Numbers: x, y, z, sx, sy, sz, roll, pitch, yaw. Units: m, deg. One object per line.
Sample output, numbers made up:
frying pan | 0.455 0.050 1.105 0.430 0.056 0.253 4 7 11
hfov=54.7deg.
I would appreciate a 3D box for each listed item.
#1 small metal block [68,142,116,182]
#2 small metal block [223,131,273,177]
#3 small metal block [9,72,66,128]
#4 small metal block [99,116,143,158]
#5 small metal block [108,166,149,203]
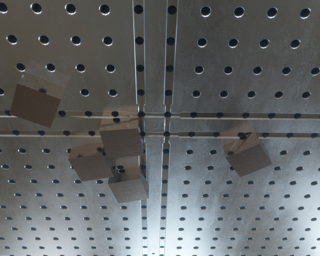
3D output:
small metal block | -0.098 0.049 0.452 0.050 0.025 0.050 -10 130 8
small metal block | 0.126 0.039 0.447 0.050 0.025 0.050 -27 126 20
small metal block | -0.151 -0.033 0.381 0.050 0.025 0.050 21 127 -18
small metal block | -0.051 0.013 0.422 0.050 0.025 0.050 -5 130 3
small metal block | -0.048 0.090 0.488 0.050 0.025 0.050 -11 130 8
